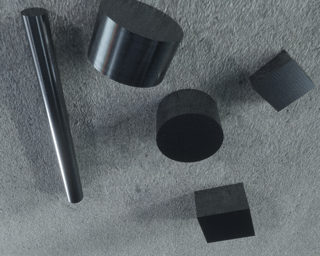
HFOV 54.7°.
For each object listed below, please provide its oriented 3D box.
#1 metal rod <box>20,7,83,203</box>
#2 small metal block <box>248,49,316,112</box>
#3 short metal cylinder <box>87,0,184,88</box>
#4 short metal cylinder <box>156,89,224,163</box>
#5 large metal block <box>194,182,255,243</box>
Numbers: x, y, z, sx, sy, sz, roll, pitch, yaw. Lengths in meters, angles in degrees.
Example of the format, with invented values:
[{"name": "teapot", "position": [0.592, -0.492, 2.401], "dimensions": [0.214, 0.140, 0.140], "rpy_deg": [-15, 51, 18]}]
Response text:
[{"name": "metal rod", "position": [-0.131, -0.002, 0.404], "dimensions": [0.025, 0.025, 0.298], "rpy_deg": [2, 130, -2]}, {"name": "small metal block", "position": [0.142, -0.054, 0.363], "dimensions": [0.050, 0.025, 0.050], "rpy_deg": [35, 122, -26]}, {"name": "short metal cylinder", "position": [-0.024, -0.084, 0.300], "dimensions": [0.081, 0.080, 0.050], "rpy_deg": [17, 128, -14]}, {"name": "short metal cylinder", "position": [0.036, -0.002, 0.389], "dimensions": [0.081, 0.050, 0.079], "rpy_deg": [0, 130, 0]}, {"name": "large metal block", "position": [0.107, 0.142, 0.512], "dimensions": [0.080, 0.050, 0.080], "rpy_deg": [-13, 129, 11]}]
